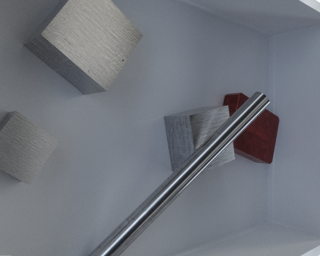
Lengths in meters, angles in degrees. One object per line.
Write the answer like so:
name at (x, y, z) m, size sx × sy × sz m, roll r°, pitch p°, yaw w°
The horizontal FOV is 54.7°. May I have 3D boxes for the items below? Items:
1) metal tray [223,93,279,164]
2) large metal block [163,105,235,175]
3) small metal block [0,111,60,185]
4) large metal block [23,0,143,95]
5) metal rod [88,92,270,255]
metal tray at (0.155, 0.004, 0.537) m, size 0.131 × 0.030 × 0.090 m, roll 23°, pitch 76°, yaw -38°
large metal block at (0.057, 0.015, 0.441) m, size 0.081 × 0.050 × 0.079 m, roll -15°, pitch 100°, yaw -39°
small metal block at (-0.134, 0.019, 0.295) m, size 0.050 × 0.025 × 0.050 m, roll 43°, pitch 64°, yaw -32°
large metal block at (-0.078, -0.093, 0.326) m, size 0.080 × 0.050 × 0.080 m, roll 42°, pitch 64°, yaw -32°
metal rod at (0.029, 0.060, 0.379) m, size 0.301 × 0.025 × 0.025 m, roll -42°, pitch 117°, yaw -14°
